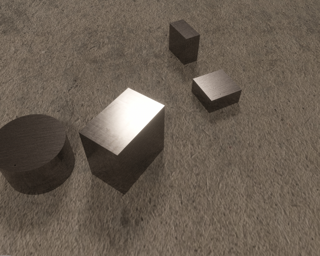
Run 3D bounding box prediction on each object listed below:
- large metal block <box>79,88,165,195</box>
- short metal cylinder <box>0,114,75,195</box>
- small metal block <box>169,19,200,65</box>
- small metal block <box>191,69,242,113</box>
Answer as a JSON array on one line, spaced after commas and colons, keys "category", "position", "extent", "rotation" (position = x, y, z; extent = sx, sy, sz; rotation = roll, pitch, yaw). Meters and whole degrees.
[{"category": "large metal block", "position": [-0.038, 0.015, 0.354], "extent": [0.050, 0.080, 0.080], "rotation": [28, 55, 21]}, {"category": "short metal cylinder", "position": [-0.145, 0.030, 0.360], "extent": [0.081, 0.050, 0.080], "rotation": [0, 50, 0]}, {"category": "small metal block", "position": [0.039, -0.140, 0.505], "extent": [0.025, 0.050, 0.050], "rotation": [-23, 54, -18]}, {"category": "small metal block", "position": [0.081, -0.054, 0.450], "extent": [0.050, 0.025, 0.050], "rotation": [-21, 53, -17]}]
